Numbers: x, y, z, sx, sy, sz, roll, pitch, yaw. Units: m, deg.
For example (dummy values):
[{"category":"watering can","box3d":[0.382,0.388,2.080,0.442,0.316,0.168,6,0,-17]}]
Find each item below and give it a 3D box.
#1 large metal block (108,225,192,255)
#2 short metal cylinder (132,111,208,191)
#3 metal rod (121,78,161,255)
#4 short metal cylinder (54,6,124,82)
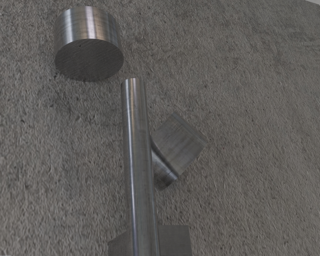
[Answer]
[{"category":"large metal block","box3d":[-0.010,0.137,0.279,0.050,0.080,0.080,8,58,-24]},{"category":"short metal cylinder","box3d":[0.009,0.026,0.357,0.050,0.080,0.080,43,51,1]},{"category":"metal rod","box3d":[-0.013,0.088,0.240,0.025,0.025,0.299,8,58,-24]},{"category":"short metal cylinder","box3d":[-0.088,-0.101,0.383,0.081,0.080,0.050,2,61,-27]}]
